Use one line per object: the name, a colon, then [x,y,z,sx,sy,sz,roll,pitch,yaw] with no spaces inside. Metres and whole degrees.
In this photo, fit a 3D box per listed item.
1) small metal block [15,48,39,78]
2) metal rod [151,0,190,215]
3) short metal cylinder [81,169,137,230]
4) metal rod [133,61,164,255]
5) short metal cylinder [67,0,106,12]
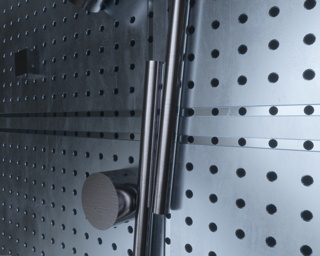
small metal block: [-0.273,-0.132,0.636,0.050,0.025,0.050,-4,87,40]
metal rod: [0.014,-0.038,0.397,0.025,0.025,0.298,9,96,39]
short metal cylinder: [-0.069,0.102,0.450,0.080,0.050,0.080,0,90,40]
metal rod: [-0.017,0.060,0.423,0.025,0.025,0.298,7,94,40]
short metal cylinder: [-0.115,-0.222,0.469,0.050,0.081,0.080,-49,61,29]
